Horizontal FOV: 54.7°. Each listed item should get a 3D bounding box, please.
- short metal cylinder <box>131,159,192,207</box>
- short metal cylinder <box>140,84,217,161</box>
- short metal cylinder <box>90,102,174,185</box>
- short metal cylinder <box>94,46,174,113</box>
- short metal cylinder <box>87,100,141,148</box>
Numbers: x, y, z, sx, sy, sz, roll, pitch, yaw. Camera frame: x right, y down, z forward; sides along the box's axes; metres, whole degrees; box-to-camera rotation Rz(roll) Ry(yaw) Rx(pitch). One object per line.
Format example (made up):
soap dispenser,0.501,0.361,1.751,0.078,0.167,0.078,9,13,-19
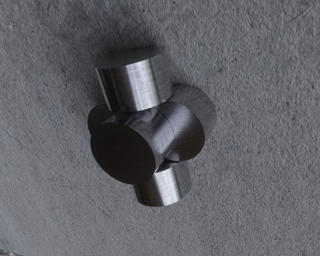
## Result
short metal cylinder,-0.002,0.058,0.408,0.080,0.080,0.050,0,119,27
short metal cylinder,0.023,-0.007,0.374,0.080,0.050,0.079,13,124,20
short metal cylinder,-0.031,0.017,0.352,0.080,0.050,0.079,13,124,20
short metal cylinder,-0.028,-0.057,0.351,0.080,0.080,0.050,0,118,28
short metal cylinder,-0.048,-0.007,0.411,0.080,0.050,0.079,13,124,20
